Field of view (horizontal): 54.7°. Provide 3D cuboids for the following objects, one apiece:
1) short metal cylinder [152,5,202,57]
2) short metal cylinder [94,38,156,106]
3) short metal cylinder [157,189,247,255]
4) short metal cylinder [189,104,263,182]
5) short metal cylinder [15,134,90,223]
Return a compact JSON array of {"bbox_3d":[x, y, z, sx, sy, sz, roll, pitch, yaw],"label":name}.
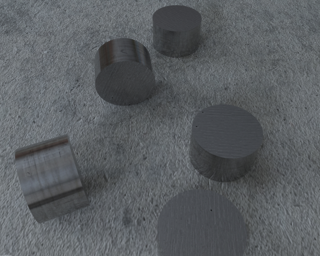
[{"bbox_3d":[0.028,-0.165,0.525,0.080,0.050,0.080,0,50,0],"label":"short metal cylinder"},{"bbox_3d":[-0.050,-0.077,0.431,0.081,0.080,0.050,-7,51,-6],"label":"short metal cylinder"},{"bbox_3d":[0.038,0.107,0.298,0.080,0.050,0.080,0,50,0],"label":"short metal cylinder"},{"bbox_3d":[0.077,0.017,0.373,0.080,0.050,0.080,0,50,0],"label":"short metal cylinder"},{"bbox_3d":[-0.110,0.052,0.323,0.050,0.080,0.080,-18,52,-14],"label":"short metal cylinder"}]
